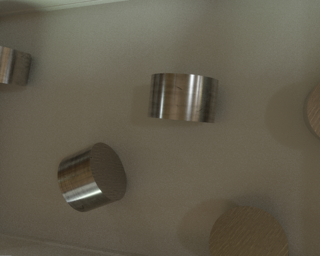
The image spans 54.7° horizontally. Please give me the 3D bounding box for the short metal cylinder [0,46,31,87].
[{"bbox_3d":[-0.241,-0.096,0.467,0.080,0.080,0.050,13,95,19],"label":"short metal cylinder"}]

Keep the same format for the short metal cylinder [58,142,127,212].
[{"bbox_3d":[-0.088,0.065,0.412,0.050,0.080,0.080,-23,82,18],"label":"short metal cylinder"}]

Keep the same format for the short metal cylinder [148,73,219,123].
[{"bbox_3d":[0.027,-0.034,0.371,0.080,0.080,0.050,6,92,20],"label":"short metal cylinder"}]

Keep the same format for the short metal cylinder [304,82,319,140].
[{"bbox_3d":[0.197,-0.019,0.327,0.080,0.050,0.080,0,90,20],"label":"short metal cylinder"}]

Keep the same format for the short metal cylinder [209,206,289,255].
[{"bbox_3d":[0.100,0.133,0.344,0.080,0.050,0.080,-10,57,17],"label":"short metal cylinder"}]
